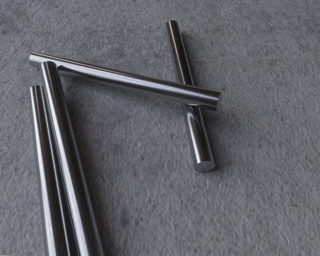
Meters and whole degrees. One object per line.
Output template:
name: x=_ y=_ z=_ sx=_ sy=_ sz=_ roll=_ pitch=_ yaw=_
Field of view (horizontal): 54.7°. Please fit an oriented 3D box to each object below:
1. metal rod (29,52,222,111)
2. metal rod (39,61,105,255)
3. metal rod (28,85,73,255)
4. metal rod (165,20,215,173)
metal rod: x=-0.061 y=-0.071 z=0.442 sx=0.301 sy=0.025 sz=0.025 roll=15 pitch=51 yaw=19
metal rod: x=-0.113 y=0.023 z=0.373 sx=0.025 sy=0.025 sz=0.299 roll=-16 pitch=55 yaw=-13
metal rod: x=-0.127 y=0.057 z=0.353 sx=0.025 sy=0.025 sz=0.299 roll=-15 pitch=52 yaw=-12
metal rod: x=0.037 y=-0.068 z=0.460 sx=0.025 sy=0.025 sz=0.300 roll=-4 pitch=50 yaw=-4
